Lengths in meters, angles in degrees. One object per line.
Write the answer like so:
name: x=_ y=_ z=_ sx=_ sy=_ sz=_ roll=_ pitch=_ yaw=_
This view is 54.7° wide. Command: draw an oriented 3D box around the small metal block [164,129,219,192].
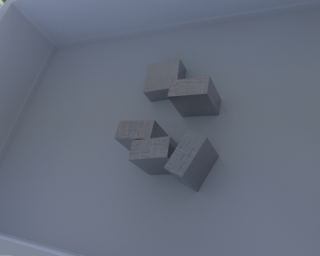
small metal block: x=0.037 y=0.038 z=0.347 sx=0.025 sy=0.050 sz=0.050 roll=24 pitch=75 yaw=36

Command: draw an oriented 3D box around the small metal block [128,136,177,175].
small metal block: x=-0.001 y=0.034 z=0.368 sx=0.050 sy=0.050 sz=0.025 roll=-7 pitch=59 yaw=28

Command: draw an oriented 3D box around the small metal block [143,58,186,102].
small metal block: x=0.008 y=-0.068 z=0.444 sx=0.050 sy=0.025 sz=0.050 roll=-6 pitch=59 yaw=25

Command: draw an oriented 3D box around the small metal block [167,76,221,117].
small metal block: x=0.044 y=-0.038 z=0.390 sx=0.050 sy=0.050 sz=0.025 roll=-2 pitch=61 yaw=27

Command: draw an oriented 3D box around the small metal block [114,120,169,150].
small metal block: x=-0.021 y=0.013 z=0.392 sx=0.050 sy=0.050 sz=0.025 roll=0 pitch=62 yaw=28
